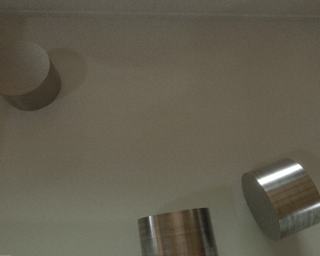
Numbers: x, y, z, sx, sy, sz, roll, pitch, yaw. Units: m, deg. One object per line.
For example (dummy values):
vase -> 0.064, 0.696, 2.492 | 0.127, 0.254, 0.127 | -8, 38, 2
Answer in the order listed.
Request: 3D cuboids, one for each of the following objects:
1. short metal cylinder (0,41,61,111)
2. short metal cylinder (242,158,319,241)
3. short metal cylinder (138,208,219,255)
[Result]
short metal cylinder -> -0.182, -0.069, 0.419 | 0.081, 0.050, 0.080 | 0, 70, 0
short metal cylinder -> 0.136, 0.080, 0.353 | 0.050, 0.080, 0.080 | -20, 72, -7
short metal cylinder -> 0.019, 0.119, 0.337 | 0.081, 0.080, 0.050 | -8, 71, -3
